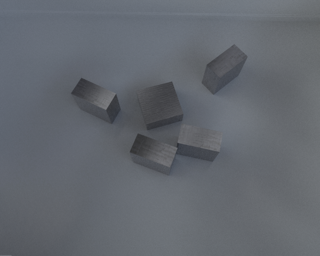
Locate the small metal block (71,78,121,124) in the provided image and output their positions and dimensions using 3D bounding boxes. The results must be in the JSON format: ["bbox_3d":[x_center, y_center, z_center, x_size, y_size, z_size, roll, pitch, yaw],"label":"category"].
[{"bbox_3d":[-0.083,-0.034,0.408,0.050,0.050,0.025,25,72,8],"label":"small metal block"}]

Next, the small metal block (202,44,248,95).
[{"bbox_3d":[0.088,-0.079,0.427,0.050,0.050,0.025,-38,75,-13],"label":"small metal block"}]

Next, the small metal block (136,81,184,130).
[{"bbox_3d":[-0.001,-0.030,0.421,0.050,0.025,0.050,-15,71,-6],"label":"small metal block"}]

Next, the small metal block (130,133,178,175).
[{"bbox_3d":[-0.007,0.034,0.384,0.050,0.050,0.025,20,71,7],"label":"small metal block"}]

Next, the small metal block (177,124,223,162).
[{"bbox_3d":[0.048,0.020,0.390,0.050,0.050,0.025,12,71,4],"label":"small metal block"}]
